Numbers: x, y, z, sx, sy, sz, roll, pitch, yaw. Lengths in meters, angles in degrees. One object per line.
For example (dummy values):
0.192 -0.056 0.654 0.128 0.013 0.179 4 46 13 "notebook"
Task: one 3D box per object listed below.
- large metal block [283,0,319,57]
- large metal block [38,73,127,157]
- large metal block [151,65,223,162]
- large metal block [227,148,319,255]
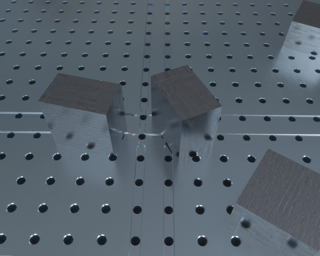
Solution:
0.272 -0.172 0.540 0.080 0.050 0.080 24 54 18 "large metal block"
-0.091 -0.015 0.383 0.080 0.080 0.050 11 51 9 "large metal block"
0.029 -0.018 0.387 0.050 0.080 0.080 -20 53 -16 "large metal block"
0.129 0.081 0.325 0.080 0.050 0.080 29 55 21 "large metal block"
